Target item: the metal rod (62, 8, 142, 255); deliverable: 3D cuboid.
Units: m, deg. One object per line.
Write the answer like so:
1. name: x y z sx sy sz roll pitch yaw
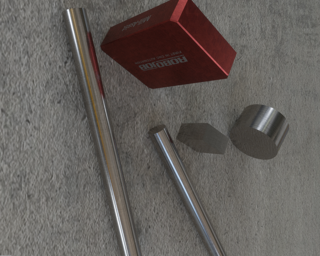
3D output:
1. metal rod: -0.062 0.020 0.354 0.025 0.025 0.298 -19 102 -39

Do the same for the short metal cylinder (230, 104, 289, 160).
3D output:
1. short metal cylinder: 0.162 0.007 0.508 0.080 0.080 0.050 52 59 -28

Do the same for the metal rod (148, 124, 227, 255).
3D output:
1. metal rod: 0.057 0.128 0.455 0.025 0.025 0.299 -40 115 -33

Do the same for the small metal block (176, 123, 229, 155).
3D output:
1. small metal block: 0.061 0.015 0.442 0.050 0.050 0.025 32 70 -36

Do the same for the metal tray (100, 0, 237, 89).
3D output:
1. metal tray: 0.005 -0.085 0.342 0.090 0.130 0.030 36 68 -35
